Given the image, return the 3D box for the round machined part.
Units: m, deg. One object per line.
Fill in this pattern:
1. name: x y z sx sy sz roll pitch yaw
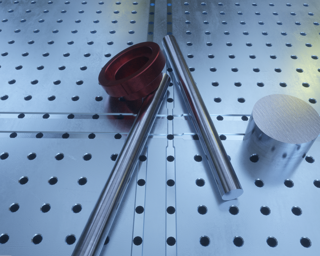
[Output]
1. round machined part: -0.035 -0.077 0.444 0.098 0.042 0.098 -20 39 17

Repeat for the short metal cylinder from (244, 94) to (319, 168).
1. short metal cylinder: 0.152 0.003 0.390 0.080 0.050 0.080 0 50 0

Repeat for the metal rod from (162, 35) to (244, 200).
1. metal rod: 0.048 -0.038 0.439 0.025 0.025 0.300 -10 51 -8

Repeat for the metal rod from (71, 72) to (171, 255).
1. metal rod: -0.038 0.035 0.377 0.025 0.025 0.300 13 51 10
